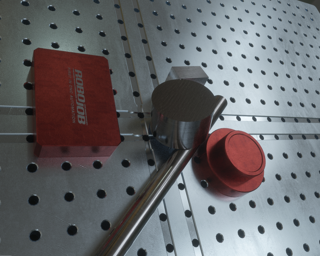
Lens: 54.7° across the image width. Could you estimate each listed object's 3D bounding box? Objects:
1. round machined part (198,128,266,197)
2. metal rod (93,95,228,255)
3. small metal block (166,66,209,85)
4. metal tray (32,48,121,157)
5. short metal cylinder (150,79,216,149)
[{"bbox_3d":[0.106,0.042,0.431,0.099,0.042,0.098,14,56,-21],"label":"round machined part"},{"bbox_3d":[0.018,0.047,0.390,0.025,0.025,0.301,41,51,-1],"label":"metal rod"},{"bbox_3d":[0.034,-0.062,0.447,0.050,0.050,0.025,-8,53,-32],"label":"small metal block"},{"bbox_3d":[-0.102,-0.031,0.370,0.091,0.030,0.130,2,61,-28],"label":"metal tray"},{"bbox_3d":[0.028,-0.019,0.402,0.081,0.050,0.080,3,46,-3],"label":"short metal cylinder"}]
